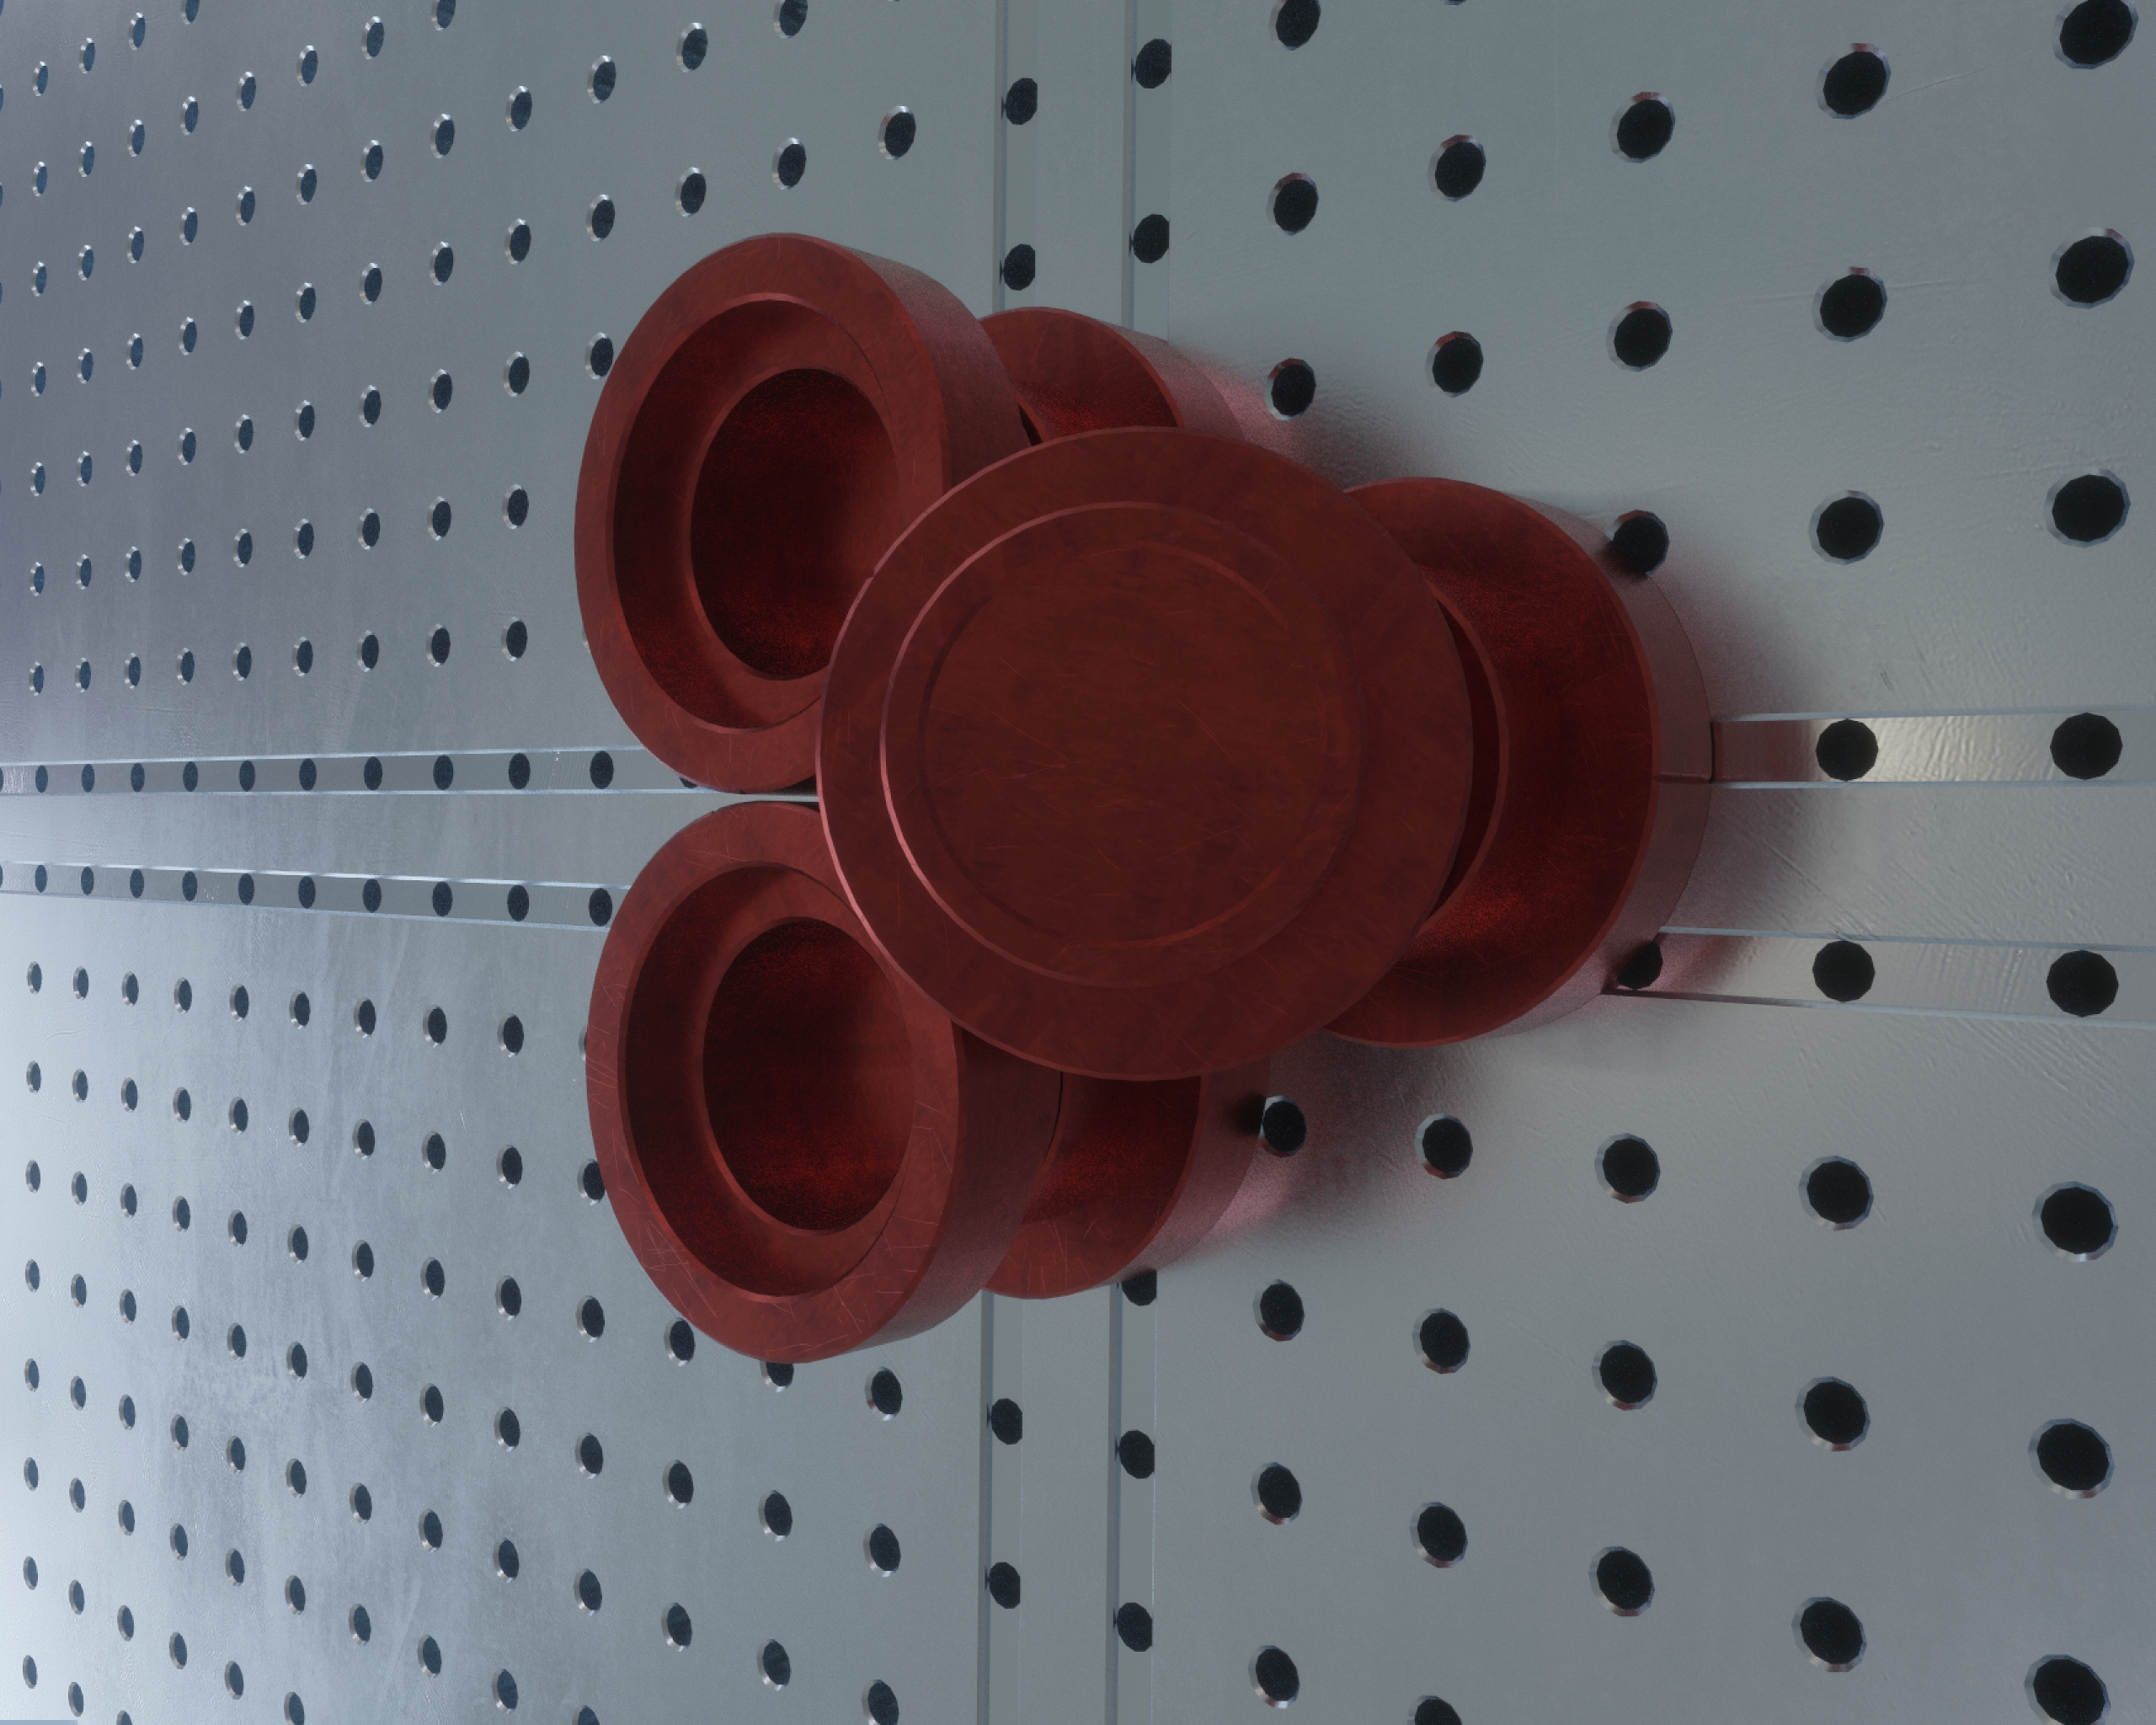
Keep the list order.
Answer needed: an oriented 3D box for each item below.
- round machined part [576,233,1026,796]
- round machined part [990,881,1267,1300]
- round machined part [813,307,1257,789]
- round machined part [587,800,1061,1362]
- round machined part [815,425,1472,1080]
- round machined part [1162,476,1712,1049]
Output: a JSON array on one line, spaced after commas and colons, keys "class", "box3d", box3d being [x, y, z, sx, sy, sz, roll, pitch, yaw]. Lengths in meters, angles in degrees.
[{"class": "round machined part", "box3d": [-0.045, -0.061, 0.381, 0.098, 0.042, 0.097, 0, 90, 40]}, {"class": "round machined part", "box3d": [-0.015, 0.037, 0.412, 0.098, 0.042, 0.097, 0, 90, 40]}, {"class": "round machined part", "box3d": [-0.015, -0.061, 0.413, 0.098, 0.042, 0.097, 0, 90, 40]}, {"class": "round machined part", "box3d": [-0.042, 0.038, 0.379, 0.098, 0.042, 0.097, 0, 90, 40]}, {"class": "round machined part", "box3d": [0.009, -0.016, 0.309, 0.098, 0.042, 0.097, 0, 90, 8]}, {"class": "round machined part", "box3d": [0.053, -0.017, 0.356, 0.098, 0.042, 0.097, 0, 90, 40]}]
